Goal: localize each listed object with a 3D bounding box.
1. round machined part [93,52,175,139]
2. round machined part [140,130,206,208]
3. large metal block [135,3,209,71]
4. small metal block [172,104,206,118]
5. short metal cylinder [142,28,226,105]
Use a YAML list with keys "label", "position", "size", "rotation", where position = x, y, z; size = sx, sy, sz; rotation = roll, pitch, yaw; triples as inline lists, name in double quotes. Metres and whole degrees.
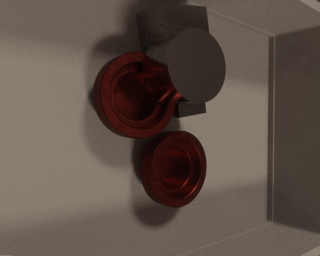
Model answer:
- label: "round machined part"
  position: [-0.033, -0.037, 0.365]
  size: [0.099, 0.042, 0.097]
  rotation: [0, 91, -33]
- label: "round machined part"
  position: [0.013, 0.052, 0.409]
  size: [0.099, 0.042, 0.097]
  rotation: [0, 90, -40]
- label: "large metal block"
  position: [0.021, -0.115, 0.409]
  size: [0.081, 0.050, 0.079]
  rotation: [-14, 99, -39]
- label: "small metal block"
  position: [0.025, -0.029, 0.413]
  size: [0.050, 0.050, 0.025]
  rotation: [-12, 99, -40]
- label: "short metal cylinder"
  position: [0.027, -0.067, 0.349]
  size: [0.081, 0.050, 0.079]
  rotation: [-1, 91, -34]
